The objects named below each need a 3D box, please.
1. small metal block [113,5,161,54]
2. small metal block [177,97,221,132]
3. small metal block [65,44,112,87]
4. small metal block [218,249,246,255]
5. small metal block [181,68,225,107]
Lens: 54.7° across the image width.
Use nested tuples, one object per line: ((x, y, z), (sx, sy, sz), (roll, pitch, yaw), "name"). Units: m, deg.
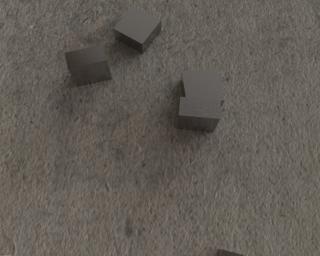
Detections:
((-0.033, -0.147, 0.461), (0.050, 0.025, 0.050), (31, 73, 10), "small metal block")
((0.049, -0.016, 0.402), (0.050, 0.050, 0.025), (5, 70, 1), "small metal block")
((-0.097, -0.084, 0.425), (0.050, 0.050, 0.025), (-14, 71, -6), "small metal block")
((0.088, 0.169, 0.348), (0.050, 0.025, 0.050), (14, 71, 5), "small metal block")
((0.058, -0.053, 0.428), (0.050, 0.025, 0.050), (-6, 70, -3), "small metal block")
